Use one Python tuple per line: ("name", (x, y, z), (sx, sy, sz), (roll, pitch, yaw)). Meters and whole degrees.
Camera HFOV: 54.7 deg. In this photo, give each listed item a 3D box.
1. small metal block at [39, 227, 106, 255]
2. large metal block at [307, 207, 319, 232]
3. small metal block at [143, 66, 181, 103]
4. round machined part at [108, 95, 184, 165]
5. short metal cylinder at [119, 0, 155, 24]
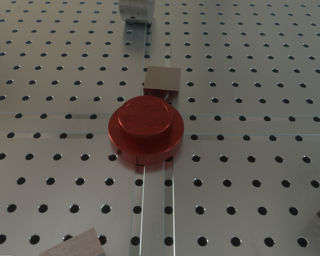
("small metal block", (-0.077, 0.124, 0.286), (0.050, 0.050, 0.025), (-22, 54, -18))
("large metal block", (0.218, 0.088, 0.320), (0.080, 0.050, 0.080), (37, 59, 26))
("small metal block", (0.004, -0.065, 0.463), (0.050, 0.025, 0.050), (5, 50, 4))
("round machined part", (-0.018, -0.004, 0.400), (0.099, 0.042, 0.098), (0, 50, 0))
("short metal cylinder", (-0.040, -0.236, 0.569), (0.050, 0.080, 0.080), (8, 51, 6))
